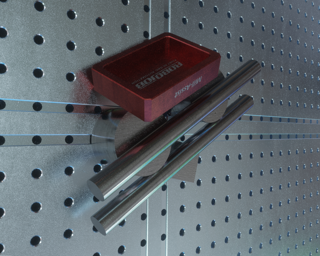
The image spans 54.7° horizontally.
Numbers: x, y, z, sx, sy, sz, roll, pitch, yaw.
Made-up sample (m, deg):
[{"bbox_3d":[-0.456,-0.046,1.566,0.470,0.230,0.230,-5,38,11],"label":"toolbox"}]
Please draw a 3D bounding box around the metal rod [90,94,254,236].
[{"bbox_3d":[0.037,0.030,0.408,0.302,0.025,0.025,-36,112,-34],"label":"metal rod"}]

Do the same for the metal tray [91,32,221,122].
[{"bbox_3d":[-0.002,-0.067,0.365,0.131,0.090,0.030,-36,144,-35],"label":"metal tray"}]

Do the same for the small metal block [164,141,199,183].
[{"bbox_3d":[0.026,0.047,0.432,0.050,0.025,0.050,19,78,-39],"label":"small metal block"}]

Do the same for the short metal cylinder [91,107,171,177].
[{"bbox_3d":[-0.033,0.014,0.367,0.081,0.050,0.079,0,90,-40],"label":"short metal cylinder"}]

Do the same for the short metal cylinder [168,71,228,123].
[{"bbox_3d":[0.052,-0.047,0.439,0.081,0.050,0.079,0,90,-40],"label":"short metal cylinder"}]

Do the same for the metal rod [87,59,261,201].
[{"bbox_3d":[0.039,-0.015,0.377,0.302,0.025,0.025,-37,113,-34],"label":"metal rod"}]
